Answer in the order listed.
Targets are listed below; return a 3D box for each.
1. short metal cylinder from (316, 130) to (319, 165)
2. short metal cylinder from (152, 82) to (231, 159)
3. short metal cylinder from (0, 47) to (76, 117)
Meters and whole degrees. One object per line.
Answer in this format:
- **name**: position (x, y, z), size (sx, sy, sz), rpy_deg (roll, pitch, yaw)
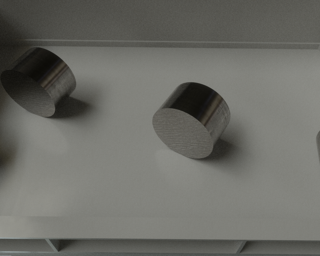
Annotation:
- **short metal cylinder**: position (0.223, 0.030, 0.347), size (0.080, 0.080, 0.050), rpy_deg (9, 51, 7)
- **short metal cylinder**: position (0.038, -0.009, 0.377), size (0.080, 0.080, 0.050), rpy_deg (24, 54, 19)
- **short metal cylinder**: position (-0.163, -0.061, 0.418), size (0.080, 0.080, 0.050), rpy_deg (18, 52, 14)
